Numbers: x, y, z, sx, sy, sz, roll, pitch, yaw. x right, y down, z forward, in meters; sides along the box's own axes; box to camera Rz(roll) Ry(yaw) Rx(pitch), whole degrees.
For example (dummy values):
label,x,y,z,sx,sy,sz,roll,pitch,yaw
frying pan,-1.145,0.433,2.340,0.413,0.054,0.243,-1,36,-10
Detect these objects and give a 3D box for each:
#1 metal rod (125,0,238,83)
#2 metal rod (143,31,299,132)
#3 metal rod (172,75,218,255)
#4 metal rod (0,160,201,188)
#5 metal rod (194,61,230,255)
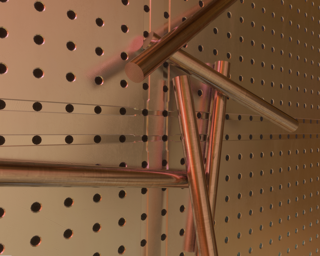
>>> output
label,x,y,z,sx,sy,sz,roll,pitch,yaw
metal rod,0.052,-0.146,0.428,0.301,0.025,0.025,-47,119,-39
metal rod,0.107,-0.059,0.467,0.302,0.025,0.025,24,75,-27
metal rod,0.051,0.077,0.419,0.025,0.025,0.298,-3,82,-40
metal rod,-0.057,0.057,0.362,0.302,0.025,0.025,10,84,-40
metal rod,0.082,0.044,0.480,0.025,0.025,0.298,12,82,-40
